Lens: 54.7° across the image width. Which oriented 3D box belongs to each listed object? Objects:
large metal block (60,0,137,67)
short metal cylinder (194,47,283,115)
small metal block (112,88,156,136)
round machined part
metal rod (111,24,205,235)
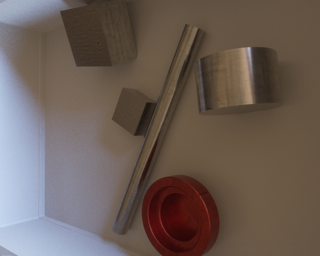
[{"bbox_3d":[-0.086,-0.133,0.441,0.080,0.050,0.079,9,120,39],"label":"large metal block"},{"bbox_3d":[0.077,-0.043,0.307,0.080,0.081,0.050,-8,85,39],"label":"short metal cylinder"},{"bbox_3d":[-0.036,-0.023,0.434,0.050,0.025,0.050,34,111,34],"label":"small metal block"},{"bbox_3d":[0.028,0.105,0.371,0.098,0.042,0.097,0,90,39],"label":"round machined part"},{"bbox_3d":[-0.008,0.014,0.411,0.025,0.025,0.298,32,110,35],"label":"metal rod"}]
